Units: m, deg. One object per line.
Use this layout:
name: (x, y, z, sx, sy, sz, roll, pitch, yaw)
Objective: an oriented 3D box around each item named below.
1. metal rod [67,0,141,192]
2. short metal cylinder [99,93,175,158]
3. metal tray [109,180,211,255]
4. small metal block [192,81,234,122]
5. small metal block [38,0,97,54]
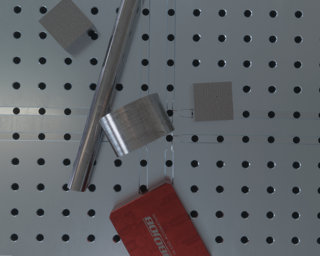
metal rod: (-0.069, -0.063, 0.412, 0.025, 0.025, 0.298, 16, 90, 0)
short metal cylinder: (-0.028, -0.003, 0.386, 0.080, 0.080, 0.050, -26, 90, 0)
metal tray: (0.003, 0.146, 0.411, 0.090, 0.030, 0.130, -29, 90, 0)
small metal block: (0.069, -0.034, 0.414, 0.050, 0.025, 0.050, -3, 90, 0)
small metal block: (-0.122, -0.136, 0.412, 0.050, 0.025, 0.050, -42, 90, 0)
